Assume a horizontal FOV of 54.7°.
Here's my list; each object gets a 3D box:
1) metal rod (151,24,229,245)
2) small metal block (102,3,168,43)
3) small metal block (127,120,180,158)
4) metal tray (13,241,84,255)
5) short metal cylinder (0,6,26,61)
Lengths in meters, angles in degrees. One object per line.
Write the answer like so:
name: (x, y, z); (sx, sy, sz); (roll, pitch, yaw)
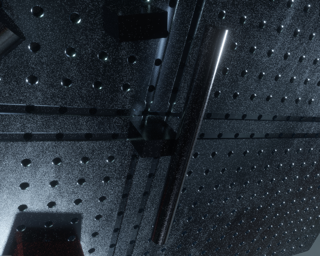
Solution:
metal rod: (0.028, 0.028, 0.380); (0.025, 0.025, 0.298); (-2, 120, -28)
small metal block: (-0.026, -0.108, 0.315); (0.050, 0.050, 0.025); (-13, 124, -22)
small metal block: (-0.008, 0.013, 0.400); (0.050, 0.050, 0.025); (-2, 119, -28)
metal tray: (-0.176, 0.224, 0.451); (0.091, 0.030, 0.129); (14, 111, -34)
short metal cylinder: (-0.154, -0.084, 0.239); (0.050, 0.080, 0.080); (-41, 130, -1)
